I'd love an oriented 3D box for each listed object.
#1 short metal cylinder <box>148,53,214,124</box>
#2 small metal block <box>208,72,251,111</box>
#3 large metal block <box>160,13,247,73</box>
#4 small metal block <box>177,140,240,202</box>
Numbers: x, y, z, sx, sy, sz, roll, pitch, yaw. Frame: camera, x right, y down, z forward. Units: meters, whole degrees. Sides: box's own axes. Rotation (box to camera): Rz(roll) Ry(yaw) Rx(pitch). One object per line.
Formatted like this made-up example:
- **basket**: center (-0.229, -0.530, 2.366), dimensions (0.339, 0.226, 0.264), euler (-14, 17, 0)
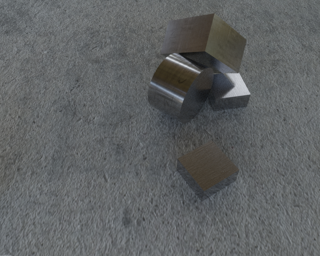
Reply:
- **short metal cylinder**: center (0.029, -0.053, 0.412), dimensions (0.050, 0.080, 0.080), euler (30, 56, 22)
- **small metal block**: center (0.096, -0.054, 0.449), dimensions (0.050, 0.025, 0.050), euler (-8, 51, -7)
- **large metal block**: center (0.062, -0.115, 0.439), dimensions (0.080, 0.080, 0.050), euler (11, 85, 46)
- **small metal block**: center (0.055, 0.049, 0.362), dimensions (0.050, 0.025, 0.050), euler (-26, 55, -20)
